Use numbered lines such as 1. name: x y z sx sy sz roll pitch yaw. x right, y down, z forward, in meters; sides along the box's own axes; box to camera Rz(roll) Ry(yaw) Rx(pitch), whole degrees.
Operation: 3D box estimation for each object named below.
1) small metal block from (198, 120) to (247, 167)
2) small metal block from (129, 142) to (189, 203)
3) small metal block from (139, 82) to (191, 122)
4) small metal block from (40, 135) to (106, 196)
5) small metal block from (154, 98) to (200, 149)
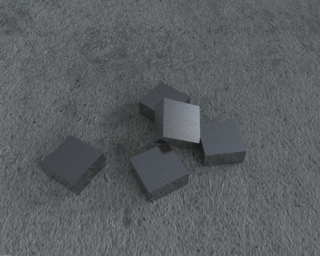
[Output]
1. small metal block: 0.075 0.019 0.388 0.050 0.025 0.050 -6 50 -5
2. small metal block: -0.001 0.051 0.360 0.050 0.025 0.050 -23 54 -18
3. small metal block: 0.007 -0.031 0.429 0.050 0.025 0.050 31 56 23
4. small metal block: -0.101 0.043 0.366 0.050 0.025 0.050 26 55 20
5. small metal block: 0.021 -0.005 0.384 0.050 0.025 0.050 11 67 -23
